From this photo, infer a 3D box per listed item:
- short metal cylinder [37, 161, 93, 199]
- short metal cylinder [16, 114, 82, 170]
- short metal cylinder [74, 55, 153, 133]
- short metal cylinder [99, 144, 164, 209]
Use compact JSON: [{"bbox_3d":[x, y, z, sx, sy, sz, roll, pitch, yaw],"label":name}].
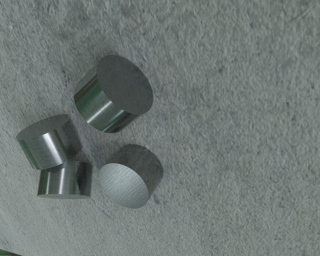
[{"bbox_3d":[-0.149,0.084,0.492,0.080,0.080,0.050,-12,68,33],"label":"short metal cylinder"},{"bbox_3d":[-0.166,0.019,0.468,0.080,0.080,0.050,-4,116,29],"label":"short metal cylinder"},{"bbox_3d":[-0.055,-0.040,0.374,0.050,0.080,0.080,-33,100,38],"label":"short metal cylinder"},{"bbox_3d":[-0.042,0.071,0.455,0.080,0.050,0.079,13,124,20],"label":"short metal cylinder"}]
